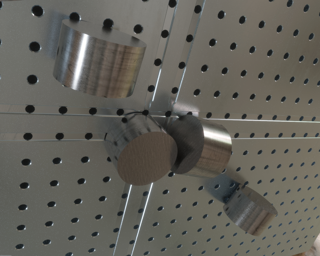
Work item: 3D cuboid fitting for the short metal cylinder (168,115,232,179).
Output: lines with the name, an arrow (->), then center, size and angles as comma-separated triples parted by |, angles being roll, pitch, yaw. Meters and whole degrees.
short metal cylinder -> 0.050, 0.026, 0.421 | 0.050, 0.080, 0.080 | 15, 110, -35

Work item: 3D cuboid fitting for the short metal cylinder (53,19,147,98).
short metal cylinder -> -0.059, -0.068, 0.302 | 0.081, 0.080, 0.050 | 5, 116, -31

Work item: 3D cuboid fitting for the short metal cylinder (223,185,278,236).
short metal cylinder -> 0.162, 0.147, 0.558 | 0.080, 0.080, 0.050 | 23, 106, -37

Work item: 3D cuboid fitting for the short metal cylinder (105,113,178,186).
short metal cylinder -> -0.025, 0.027, 0.400 | 0.081, 0.050, 0.079 | -14, 125, -21
